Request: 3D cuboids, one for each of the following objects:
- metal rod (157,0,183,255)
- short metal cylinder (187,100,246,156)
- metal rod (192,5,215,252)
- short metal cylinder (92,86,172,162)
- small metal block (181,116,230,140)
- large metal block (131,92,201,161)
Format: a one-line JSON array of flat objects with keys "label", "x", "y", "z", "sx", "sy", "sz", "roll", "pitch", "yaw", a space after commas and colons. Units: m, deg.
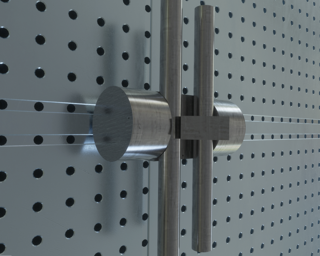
[{"label": "metal rod", "x": 0.011, "y": 0.002, "z": 0.350, "sx": 0.025, "sy": 0.025, "sz": 0.298, "roll": 1, "pitch": 89, "yaw": -40}, {"label": "short metal cylinder", "x": 0.069, "y": 0.000, "z": 0.426, "sx": 0.050, "sy": 0.080, "sz": 0.079, "roll": 1, "pitch": 90, "yaw": -39}, {"label": "metal rod", "x": 0.054, "y": 0.000, "z": 0.385, "sx": 0.025, "sy": 0.025, "sz": 0.298, "roll": 1, "pitch": 89, "yaw": -40}, {"label": "short metal cylinder", "x": -0.033, "y": -0.004, "z": 0.342, "sx": 0.050, "sy": 0.080, "sz": 0.079, "roll": 2, "pitch": 89, "yaw": -40}, {"label": "small metal block", "x": 0.049, "y": 0.000, "z": 0.348, "sx": 0.050, "sy": 0.050, "sz": 0.025, "roll": 1, "pitch": 90, "yaw": 4}, {"label": "large metal block", "x": 0.008, "y": -0.002, "z": 0.395, "sx": 0.081, "sy": 0.050, "sz": 0.079, "roll": 1, "pitch": 90, "yaw": -40}]
